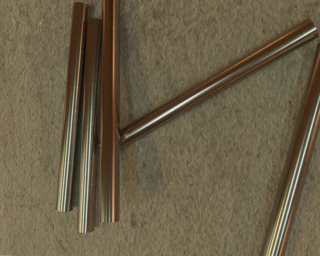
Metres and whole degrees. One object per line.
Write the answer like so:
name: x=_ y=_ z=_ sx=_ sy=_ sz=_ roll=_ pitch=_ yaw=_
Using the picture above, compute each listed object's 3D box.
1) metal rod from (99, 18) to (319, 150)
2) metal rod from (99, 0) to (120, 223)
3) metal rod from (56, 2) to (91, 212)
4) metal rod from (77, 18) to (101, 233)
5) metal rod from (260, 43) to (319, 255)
metal rod: x=0.047 y=-0.041 z=0.391 sx=0.300 sy=0.025 sz=0.025 roll=-30 pitch=81 yaw=17
metal rod: x=-0.066 y=-0.031 z=0.410 sx=0.025 sy=0.025 sz=0.298 roll=-4 pitch=81 yaw=19
metal rod: x=-0.127 y=-0.029 z=0.452 sx=0.025 sy=0.025 sz=0.298 roll=6 pitch=92 yaw=19
metal rod: x=-0.099 y=-0.003 z=0.442 sx=0.025 sy=0.025 sz=0.298 roll=3 pitch=91 yaw=19
metal rod: x=0.154 y=0.053 z=0.354 sx=0.025 sy=0.025 sz=0.298 roll=15 pitch=95 yaw=19
